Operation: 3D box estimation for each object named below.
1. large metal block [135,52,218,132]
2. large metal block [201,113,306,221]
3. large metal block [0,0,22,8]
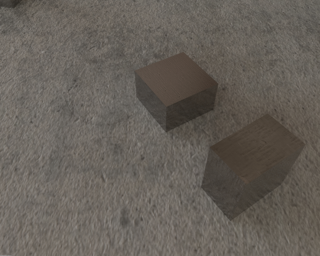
[{"bbox_3d":[0.021,-0.052,0.431,0.081,0.050,0.080,-25,55,-20],"label":"large metal block"},{"bbox_3d":[0.096,0.043,0.333,0.081,0.080,0.050,-27,56,-21],"label":"large metal block"},{"bbox_3d":[-0.322,-0.291,0.627,0.080,0.050,0.080,10,51,8],"label":"large metal block"}]
